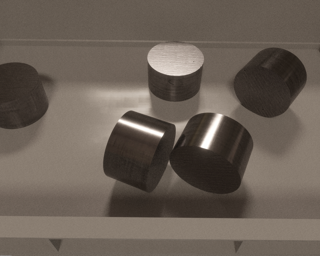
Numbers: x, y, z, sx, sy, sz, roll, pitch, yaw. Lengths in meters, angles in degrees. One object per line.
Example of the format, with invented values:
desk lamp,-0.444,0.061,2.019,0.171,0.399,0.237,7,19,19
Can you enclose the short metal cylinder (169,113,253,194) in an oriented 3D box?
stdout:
short metal cylinder,0.057,0.029,0.346,0.080,0.080,0.050,20,53,15

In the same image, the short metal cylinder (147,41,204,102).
short metal cylinder,0.022,-0.085,0.460,0.081,0.050,0.080,0,50,0

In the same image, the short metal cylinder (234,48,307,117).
short metal cylinder,0.150,-0.062,0.423,0.080,0.080,0.050,32,57,24

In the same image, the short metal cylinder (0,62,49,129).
short metal cylinder,-0.201,-0.045,0.424,0.081,0.050,0.080,0,50,0

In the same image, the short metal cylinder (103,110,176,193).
short metal cylinder,-0.021,0.026,0.348,0.050,0.080,0.080,19,53,15
